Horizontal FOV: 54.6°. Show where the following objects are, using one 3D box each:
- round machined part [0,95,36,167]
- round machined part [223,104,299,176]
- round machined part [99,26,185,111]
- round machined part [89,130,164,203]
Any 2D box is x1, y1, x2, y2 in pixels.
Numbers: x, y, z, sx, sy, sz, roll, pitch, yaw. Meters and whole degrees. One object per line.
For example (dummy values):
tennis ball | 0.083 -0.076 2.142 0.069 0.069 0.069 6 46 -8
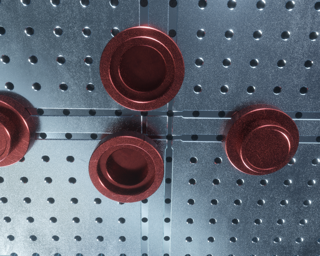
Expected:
round machined part | -0.220 0.008 0.406 0.099 0.042 0.097 0 110 0
round machined part | 0.136 0.021 0.413 0.099 0.042 0.097 0 110 0
round machined part | -0.021 -0.073 0.377 0.099 0.042 0.097 0 110 0
round machined part | -0.043 0.049 0.422 0.099 0.042 0.097 0 110 0
